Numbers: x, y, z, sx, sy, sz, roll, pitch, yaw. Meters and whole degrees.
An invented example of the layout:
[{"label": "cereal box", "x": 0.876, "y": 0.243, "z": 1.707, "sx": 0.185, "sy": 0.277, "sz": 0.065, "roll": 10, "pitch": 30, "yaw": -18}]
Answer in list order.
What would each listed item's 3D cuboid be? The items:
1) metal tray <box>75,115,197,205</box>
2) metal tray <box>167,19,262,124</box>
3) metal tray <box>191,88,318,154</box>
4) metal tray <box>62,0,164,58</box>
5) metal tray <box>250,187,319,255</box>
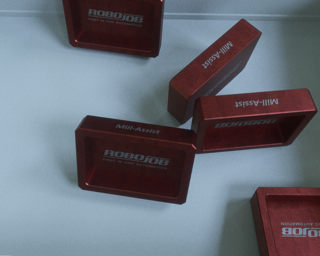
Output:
[{"label": "metal tray", "x": -0.029, "y": 0.039, "z": 0.361, "sx": 0.131, "sy": 0.089, "sz": 0.030, "roll": 8, "pitch": 32, "yaw": 2}, {"label": "metal tray", "x": 0.067, "y": -0.070, "z": 0.401, "sx": 0.130, "sy": 0.090, "sz": 0.030, "roll": -42, "pitch": 76, "yaw": -14}, {"label": "metal tray", "x": 0.106, "y": -0.005, "z": 0.376, "sx": 0.131, "sy": 0.090, "sz": 0.030, "roll": -5, "pitch": 61, "yaw": -2}, {"label": "metal tray", "x": -0.062, "y": -0.150, "z": 0.427, "sx": 0.131, "sy": 0.089, "sz": 0.030, "roll": 8, "pitch": 46, "yaw": 2}, {"label": "metal tray", "x": 0.178, "y": 0.115, "z": 0.353, "sx": 0.131, "sy": 0.030, "sz": 0.090, "roll": 1, "pitch": 52, "yaw": 0}]
